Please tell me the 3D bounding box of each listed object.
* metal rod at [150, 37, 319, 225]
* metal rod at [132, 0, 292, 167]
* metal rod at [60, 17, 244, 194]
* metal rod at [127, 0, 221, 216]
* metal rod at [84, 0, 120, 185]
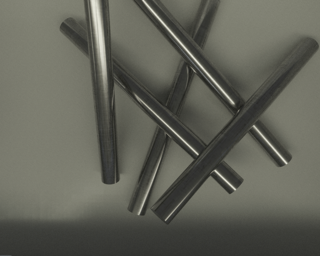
[{"bbox_3d":[0.100,-0.009,0.369,0.025,0.025,0.301,45,72,0],"label":"metal rod"},{"bbox_3d":[0.065,-0.065,0.391,0.025,0.025,0.300,-43,99,0],"label":"metal rod"},{"bbox_3d":[-0.016,-0.033,0.390,0.300,0.025,0.025,44,90,8],"label":"metal rod"},{"bbox_3d":[0.018,-0.030,0.411,0.025,0.025,0.299,20,90,-1],"label":"metal rod"},{"bbox_3d":[-0.065,-0.066,0.348,0.025,0.025,0.298,0,116,0],"label":"metal rod"}]
